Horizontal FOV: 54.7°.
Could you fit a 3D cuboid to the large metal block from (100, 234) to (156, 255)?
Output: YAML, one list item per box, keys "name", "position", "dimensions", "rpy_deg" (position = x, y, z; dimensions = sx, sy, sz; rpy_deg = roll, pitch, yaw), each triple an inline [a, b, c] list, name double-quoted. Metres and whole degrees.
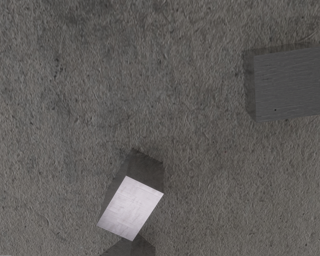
- name: "large metal block"
  position: [-0.053, 0.214, 0.459]
  dimensions: [0.080, 0.080, 0.050]
  rpy_deg: [-41, 105, 13]

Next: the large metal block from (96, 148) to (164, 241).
- name: "large metal block"
  position: [-0.037, 0.085, 0.411]
  dimensions: [0.050, 0.080, 0.080]
  rpy_deg: [28, 108, -10]

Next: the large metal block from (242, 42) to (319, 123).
- name: "large metal block"
  position: [0.149, -0.057, 0.377]
  dimensions: [0.080, 0.050, 0.079]
  rpy_deg: [-8, 110, 3]
